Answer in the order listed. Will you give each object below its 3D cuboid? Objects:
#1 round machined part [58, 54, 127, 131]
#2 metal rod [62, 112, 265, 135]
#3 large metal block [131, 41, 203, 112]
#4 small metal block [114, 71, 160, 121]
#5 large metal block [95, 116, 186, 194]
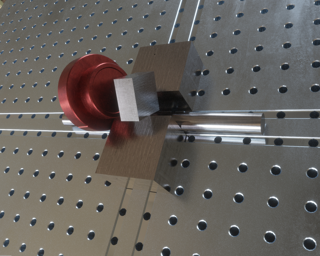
[{"bbox_3d":[-0.073,-0.045,0.390,0.042,0.098,0.098,-4,59,43],"label":"round machined part"},{"bbox_3d":[-0.015,-0.010,0.422,0.300,0.025,0.025,2,63,29],"label":"metal rod"},{"bbox_3d":[0.008,-0.069,0.431,0.080,0.050,0.080,1,62,28],"label":"large metal block"},{"bbox_3d":[-0.027,-0.039,0.374,0.025,0.050,0.050,1,18,29],"label":"small metal block"},{"bbox_3d":[-0.022,0.031,0.385,0.080,0.050,0.080,1,62,29],"label":"large metal block"}]
